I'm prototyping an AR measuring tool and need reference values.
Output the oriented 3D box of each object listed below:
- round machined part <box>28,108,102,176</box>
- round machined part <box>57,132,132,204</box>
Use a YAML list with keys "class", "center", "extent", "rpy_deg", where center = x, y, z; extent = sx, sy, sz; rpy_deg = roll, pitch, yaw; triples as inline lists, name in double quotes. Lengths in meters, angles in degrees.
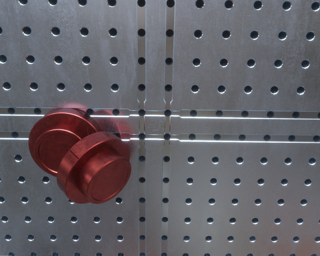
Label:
- class: "round machined part"
  center: [-0.126, 0.026, 0.412]
  extent: [0.099, 0.042, 0.097]
  rpy_deg: [0, 110, -1]
- class: "round machined part"
  center: [-0.076, 0.057, 0.394]
  extent: [0.042, 0.099, 0.097]
  rpy_deg: [34, 112, 33]
